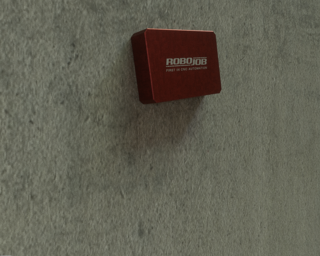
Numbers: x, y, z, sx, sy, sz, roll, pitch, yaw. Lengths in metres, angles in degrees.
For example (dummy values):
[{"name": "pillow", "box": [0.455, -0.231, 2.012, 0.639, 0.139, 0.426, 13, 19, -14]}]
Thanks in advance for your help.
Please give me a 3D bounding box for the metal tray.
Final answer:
[{"name": "metal tray", "box": [0.027, -0.085, 0.423, 0.131, 0.030, 0.090, -13, 98, -39]}]
